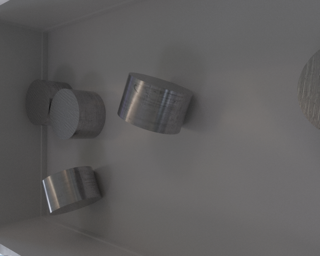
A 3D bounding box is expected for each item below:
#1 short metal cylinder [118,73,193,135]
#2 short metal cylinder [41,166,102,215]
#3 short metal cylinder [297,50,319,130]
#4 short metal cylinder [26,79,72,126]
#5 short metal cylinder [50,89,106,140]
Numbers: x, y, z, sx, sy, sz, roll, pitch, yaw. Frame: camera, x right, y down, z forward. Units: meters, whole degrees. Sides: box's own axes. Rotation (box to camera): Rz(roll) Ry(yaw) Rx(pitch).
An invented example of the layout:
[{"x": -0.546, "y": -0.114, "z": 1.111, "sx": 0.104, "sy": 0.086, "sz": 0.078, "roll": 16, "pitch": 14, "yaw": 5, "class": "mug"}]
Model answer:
[{"x": -0.006, "y": -0.031, "z": 0.376, "sx": 0.080, "sy": 0.081, "sz": 0.050, "roll": 29, "pitch": 108, "yaw": 36, "class": "short metal cylinder"}, {"x": -0.138, "y": 0.098, "z": 0.485, "sx": 0.080, "sy": 0.081, "sz": 0.050, "roll": -34, "pitch": 69, "yaw": 35, "class": "short metal cylinder"}, {"x": 0.163, "y": -0.031, "z": 0.256, "sx": 0.080, "sy": 0.050, "sz": 0.080, "roll": 0, "pitch": 90, "yaw": 40, "class": "short metal cylinder"}, {"x": -0.196, "y": -0.044, "z": 0.553, "sx": 0.080, "sy": 0.050, "sz": 0.080, "roll": 0, "pitch": 90, "yaw": 40, "class": "short metal cylinder"}, {"x": -0.134, "y": -0.022, "z": 0.501, "sx": 0.080, "sy": 0.050, "sz": 0.080, "roll": 0, "pitch": 90, "yaw": 40, "class": "short metal cylinder"}]
